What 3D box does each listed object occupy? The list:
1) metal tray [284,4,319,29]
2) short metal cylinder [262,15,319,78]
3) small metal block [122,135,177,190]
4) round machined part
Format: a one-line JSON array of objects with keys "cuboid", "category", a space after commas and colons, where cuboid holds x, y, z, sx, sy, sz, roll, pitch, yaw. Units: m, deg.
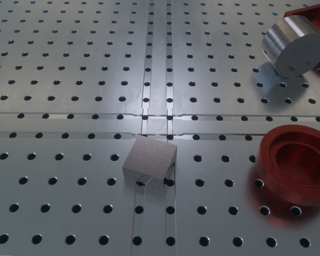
[{"cuboid": [0.291, -0.168, 0.547, 0.091, 0.030, 0.130, -18, 52, -15], "category": "metal tray"}, {"cuboid": [0.206, -0.125, 0.479, 0.081, 0.080, 0.050, -10, 51, -8], "category": "short metal cylinder"}, {"cuboid": [-0.011, 0.041, 0.373, 0.050, 0.025, 0.050, 15, 52, 12], "category": "small metal block"}, {"cuboid": [0.161, 0.046, 0.359, 0.099, 0.042, 0.098, 0, 50, 0], "category": "round machined part"}]
